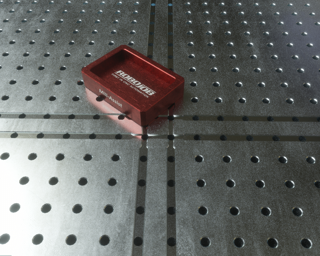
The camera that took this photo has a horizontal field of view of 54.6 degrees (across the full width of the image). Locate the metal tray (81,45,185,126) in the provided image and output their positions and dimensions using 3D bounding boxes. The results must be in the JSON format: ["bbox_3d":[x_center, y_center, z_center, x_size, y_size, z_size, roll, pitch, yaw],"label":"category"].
[{"bbox_3d":[-0.040,-0.068,0.461,0.130,0.030,0.090,35,58,25],"label":"metal tray"}]
